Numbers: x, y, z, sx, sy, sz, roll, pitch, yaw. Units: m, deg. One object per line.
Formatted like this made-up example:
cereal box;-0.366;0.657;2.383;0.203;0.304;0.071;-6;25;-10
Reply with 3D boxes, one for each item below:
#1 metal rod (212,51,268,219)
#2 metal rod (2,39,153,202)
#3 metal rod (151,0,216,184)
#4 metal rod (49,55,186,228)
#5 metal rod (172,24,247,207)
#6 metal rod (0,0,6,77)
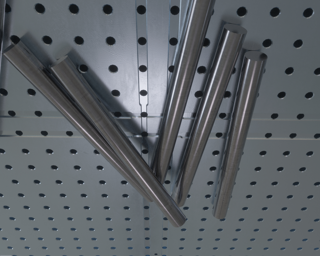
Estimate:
metal rod;0.104;0.034;0.440;0.025;0.025;0.298;0;130;-1
metal rod;-0.087;0.011;0.419;0.025;0.025;0.300;-24;127;19
metal rod;0.021;-0.032;0.384;0.025;0.025;0.298;7;130;-6
metal rod;-0.042;0.036;0.418;0.025;0.025;0.300;-23;120;18
metal rod;0.054;0.008;0.418;0.025;0.025;0.298;7;130;-6
metal rod;-0.188;-0.081;0.341;0.025;0.025;0.298;17;128;-14
